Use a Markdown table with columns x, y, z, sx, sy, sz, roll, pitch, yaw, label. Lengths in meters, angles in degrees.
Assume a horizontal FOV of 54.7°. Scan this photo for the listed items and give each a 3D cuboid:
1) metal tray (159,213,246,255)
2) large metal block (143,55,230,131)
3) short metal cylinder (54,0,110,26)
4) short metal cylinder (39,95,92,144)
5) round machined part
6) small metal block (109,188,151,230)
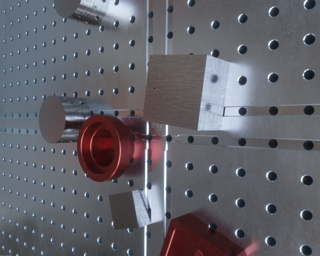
| x | y | z | sx | sy | sz | roll | pitch | yaw | label |
| --- | --- | --- | --- | --- | --- | --- | --- | --- | --- |
| 0.039 | 0.183 | 0.374 | 0.090 | 0.030 | 0.129 | 26 | 106 | 37 | metal tray |
| 0.030 | -0.043 | 0.369 | 0.080 | 0.050 | 0.079 | 11 | 97 | 39 | large metal block |
| -0.125 | -0.211 | 0.497 | 0.080 | 0.050 | 0.080 | 0 | 90 | 40 | short metal cylinder |
| -0.162 | -0.014 | 0.527 | 0.080 | 0.050 | 0.080 | 0 | 90 | 40 | short metal cylinder |
| -0.077 | 0.029 | 0.462 | 0.098 | 0.042 | 0.097 | 0 | 90 | 40 | round machined part |
| -0.044 | 0.117 | 0.446 | 0.050 | 0.025 | 0.050 | -18 | 79 | 38 | small metal block |
